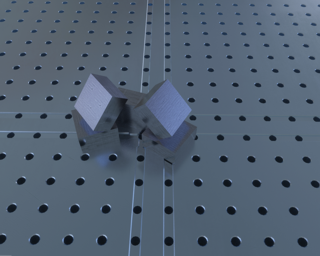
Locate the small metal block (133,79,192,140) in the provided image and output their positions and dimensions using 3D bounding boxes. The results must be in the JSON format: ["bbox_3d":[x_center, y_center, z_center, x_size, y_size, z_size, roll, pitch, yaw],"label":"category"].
[{"bbox_3d":[0.004,-0.022,0.376,0.050,0.025,0.050,50,54,-17],"label":"small metal block"}]

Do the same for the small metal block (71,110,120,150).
[{"bbox_3d":[-0.085,-0.004,0.410,0.050,0.025,0.050,-15,52,-13],"label":"small metal block"}]

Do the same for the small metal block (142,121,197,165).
[{"bbox_3d":[0.012,0.011,0.399,0.050,0.025,0.050,29,55,21],"label":"small metal block"}]

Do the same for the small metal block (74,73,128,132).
[{"bbox_3d":[-0.073,-0.031,0.380,0.025,0.050,0.050,4,35,-51],"label":"small metal block"}]

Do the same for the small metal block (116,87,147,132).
[{"bbox_3d":[-0.034,-0.022,0.409,0.050,0.050,0.025,15,52,11],"label":"small metal block"}]
